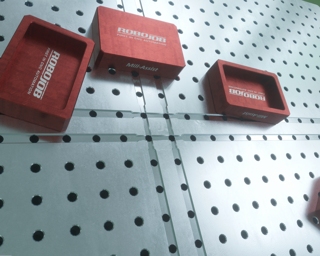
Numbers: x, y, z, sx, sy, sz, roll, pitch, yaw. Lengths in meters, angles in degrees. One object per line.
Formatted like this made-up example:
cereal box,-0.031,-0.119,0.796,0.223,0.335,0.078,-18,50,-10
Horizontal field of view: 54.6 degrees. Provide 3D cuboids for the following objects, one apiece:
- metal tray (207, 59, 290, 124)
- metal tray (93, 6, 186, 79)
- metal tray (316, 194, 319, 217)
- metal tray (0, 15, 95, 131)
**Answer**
metal tray,0.149,-0.060,0.520,0.131,0.030,0.090,8,58,-24
metal tray,-0.032,-0.127,0.465,0.131,0.030,0.090,5,60,-26
metal tray,0.314,0.137,0.489,0.130,0.030,0.090,40,51,-1
metal tray,-0.138,-0.068,0.372,0.091,0.030,0.130,19,54,-17
